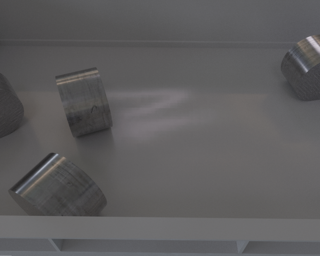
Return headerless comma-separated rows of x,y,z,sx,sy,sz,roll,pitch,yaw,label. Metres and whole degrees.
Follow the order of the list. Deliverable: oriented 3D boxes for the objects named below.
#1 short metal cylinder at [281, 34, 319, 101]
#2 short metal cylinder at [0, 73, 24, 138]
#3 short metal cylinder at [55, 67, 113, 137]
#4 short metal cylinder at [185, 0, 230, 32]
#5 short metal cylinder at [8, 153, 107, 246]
0.223,-0.085,0.442,0.081,0.080,0.050,-9,51,-7,short metal cylinder
-0.223,-0.029,0.392,0.081,0.080,0.050,-28,56,-22,short metal cylinder
-0.097,-0.033,0.396,0.050,0.080,0.080,-16,52,-13,short metal cylinder
0.089,-0.225,0.581,0.080,0.050,0.080,0,50,0,short metal cylinder
-0.101,0.071,0.309,0.080,0.080,0.050,27,55,21,short metal cylinder
